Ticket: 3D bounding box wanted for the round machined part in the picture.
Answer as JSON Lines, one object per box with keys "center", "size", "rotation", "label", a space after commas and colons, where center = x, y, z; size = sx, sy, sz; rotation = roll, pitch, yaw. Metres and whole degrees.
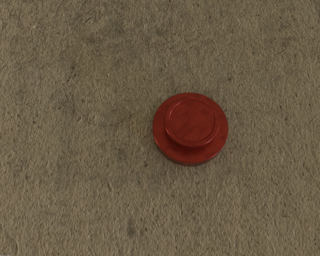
{"center": [0.039, -0.002, 0.400], "size": [0.099, 0.042, 0.098], "rotation": [0, 70, 0], "label": "round machined part"}
